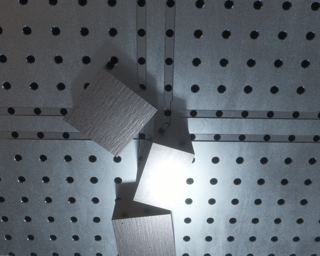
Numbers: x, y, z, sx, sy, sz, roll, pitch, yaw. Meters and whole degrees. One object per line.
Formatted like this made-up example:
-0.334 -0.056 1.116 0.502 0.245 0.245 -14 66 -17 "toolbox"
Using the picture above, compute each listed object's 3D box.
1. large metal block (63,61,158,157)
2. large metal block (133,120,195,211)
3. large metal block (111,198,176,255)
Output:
-0.059 -0.024 0.390 0.080 0.050 0.080 37 106 -13 "large metal block"
0.004 0.045 0.401 0.050 0.080 0.079 17 109 -7 "large metal block"
-0.021 0.149 0.455 0.080 0.050 0.079 -6 110 2 "large metal block"
